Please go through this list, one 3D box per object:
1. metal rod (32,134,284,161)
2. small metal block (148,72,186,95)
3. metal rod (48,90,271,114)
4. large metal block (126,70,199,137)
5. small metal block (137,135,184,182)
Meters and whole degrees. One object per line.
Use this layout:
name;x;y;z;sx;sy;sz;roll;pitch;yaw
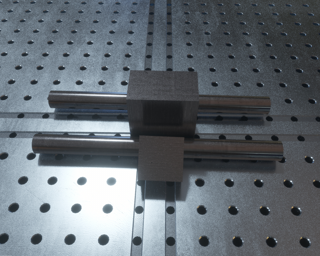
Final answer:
metal rod;-0.003;0.024;0.383;0.302;0.025;0.025;2;50;1
small metal block;0.009;-0.064;0.442;0.050;0.025;0.050;1;16;0
metal rod;-0.001;-0.036;0.432;0.302;0.025;0.025;2;50;1
large metal block;0.004;-0.024;0.386;0.081;0.080;0.050;1;50;1
small metal block;0.001;0.035;0.358;0.050;0.025;0.050;2;87;1
